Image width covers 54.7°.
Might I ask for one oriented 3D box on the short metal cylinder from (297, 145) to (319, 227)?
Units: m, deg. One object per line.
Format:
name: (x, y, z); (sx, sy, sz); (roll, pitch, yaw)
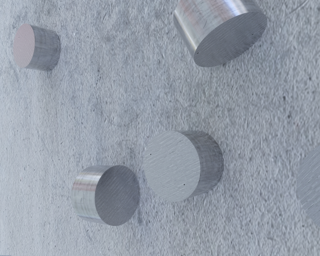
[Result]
short metal cylinder: (0.162, 0.047, 0.255); (0.080, 0.050, 0.080); (0, 90, 40)

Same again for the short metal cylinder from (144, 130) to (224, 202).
short metal cylinder: (0.027, 0.042, 0.366); (0.080, 0.050, 0.080); (0, 90, 40)

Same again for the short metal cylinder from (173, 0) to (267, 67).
short metal cylinder: (0.061, -0.107, 0.319); (0.080, 0.081, 0.050); (-38, 67, 33)

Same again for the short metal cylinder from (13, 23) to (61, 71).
short metal cylinder: (-0.231, -0.149, 0.580); (0.080, 0.050, 0.080); (0, 90, 40)

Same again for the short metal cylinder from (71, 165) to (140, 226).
short metal cylinder: (-0.074, 0.092, 0.431); (0.050, 0.081, 0.080); (-6, 86, 40)
